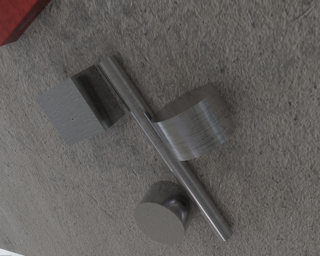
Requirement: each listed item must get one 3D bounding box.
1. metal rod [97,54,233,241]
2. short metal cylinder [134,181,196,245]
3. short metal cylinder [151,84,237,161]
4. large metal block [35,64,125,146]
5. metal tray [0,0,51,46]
[{"bbox_3d":[0.013,0.035,0.421,0.025,0.025,0.299,-25,105,37],"label":"metal rod"},{"bbox_3d":[0.008,0.126,0.465,0.080,0.050,0.079,13,124,21],"label":"short metal cylinder"},{"bbox_3d":[0.037,-0.007,0.347,0.080,0.080,0.050,-21,107,36],"label":"short metal cylinder"},{"bbox_3d":[-0.110,-0.030,0.430,0.080,0.050,0.080,-20,108,35],"label":"large metal block"},{"bbox_3d":[-0.199,-0.178,0.399,0.130,0.030,0.090,-26,105,37],"label":"metal tray"}]
